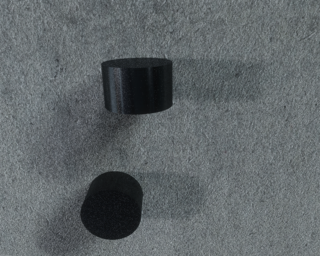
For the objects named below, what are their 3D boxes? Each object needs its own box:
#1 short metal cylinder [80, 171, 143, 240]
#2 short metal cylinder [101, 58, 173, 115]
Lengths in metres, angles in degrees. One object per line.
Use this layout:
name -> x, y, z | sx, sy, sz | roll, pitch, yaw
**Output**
short metal cylinder -> -0.065, 0.108, 0.436 | 0.081, 0.050, 0.079 | 0, 110, 0
short metal cylinder -> -0.026, -0.052, 0.361 | 0.080, 0.080, 0.050 | -1, 110, 0
